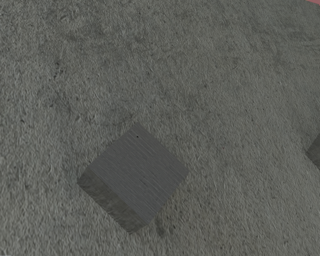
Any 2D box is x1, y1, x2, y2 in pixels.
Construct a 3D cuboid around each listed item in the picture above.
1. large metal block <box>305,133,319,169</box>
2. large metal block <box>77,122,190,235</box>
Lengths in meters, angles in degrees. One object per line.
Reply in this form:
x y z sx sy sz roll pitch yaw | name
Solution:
0.305 0.026 0.516 0.050 0.080 0.081 50 51 6 | large metal block
-0.028 0.054 0.339 0.080 0.050 0.080 44 51 2 | large metal block
